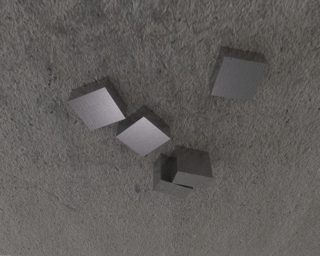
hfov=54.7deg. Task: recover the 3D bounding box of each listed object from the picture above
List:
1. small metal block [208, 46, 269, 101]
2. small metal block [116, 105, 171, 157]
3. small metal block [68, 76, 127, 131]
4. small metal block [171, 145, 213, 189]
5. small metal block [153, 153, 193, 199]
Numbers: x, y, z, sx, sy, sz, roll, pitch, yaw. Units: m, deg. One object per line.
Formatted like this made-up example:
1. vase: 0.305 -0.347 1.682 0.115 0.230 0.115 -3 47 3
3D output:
1. small metal block: 0.088 -0.062 0.356 0.050 0.025 0.050 8 130 -7
2. small metal block: -0.022 0.005 0.411 0.050 0.025 0.050 -35 122 25
3. small metal block: -0.075 -0.029 0.381 0.050 0.025 0.050 -19 128 15
4. small metal block: 0.044 0.055 0.438 0.050 0.050 0.025 12 129 -10
5. small metal block: 0.018 0.070 0.451 0.050 0.050 0.025 20 127 -16
